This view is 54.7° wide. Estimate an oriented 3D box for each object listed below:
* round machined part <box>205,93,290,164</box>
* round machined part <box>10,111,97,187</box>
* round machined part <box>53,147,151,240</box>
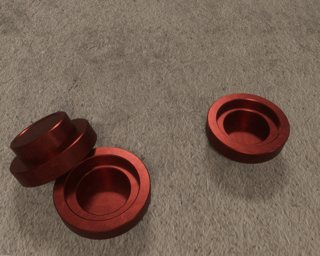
[{"bbox_3d":[0.106,0.005,0.390,0.099,0.042,0.098,0,50,0],"label":"round machined part"},{"bbox_3d":[-0.124,0.017,0.347,0.098,0.042,0.098,-22,26,12],"label":"round machined part"},{"bbox_3d":[-0.059,0.071,0.331,0.099,0.042,0.098,0,50,0],"label":"round machined part"}]
